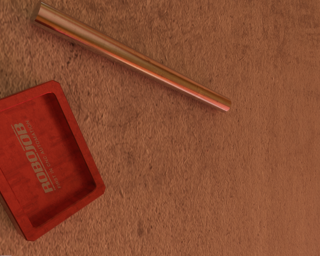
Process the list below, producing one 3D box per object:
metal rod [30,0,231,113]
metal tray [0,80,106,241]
[{"bbox_3d":[-0.009,-0.075,0.396,0.302,0.025,0.025,19,78,-38],"label":"metal rod"},{"bbox_3d":[-0.118,0.029,0.301,0.091,0.030,0.129,-32,110,-35],"label":"metal tray"}]
